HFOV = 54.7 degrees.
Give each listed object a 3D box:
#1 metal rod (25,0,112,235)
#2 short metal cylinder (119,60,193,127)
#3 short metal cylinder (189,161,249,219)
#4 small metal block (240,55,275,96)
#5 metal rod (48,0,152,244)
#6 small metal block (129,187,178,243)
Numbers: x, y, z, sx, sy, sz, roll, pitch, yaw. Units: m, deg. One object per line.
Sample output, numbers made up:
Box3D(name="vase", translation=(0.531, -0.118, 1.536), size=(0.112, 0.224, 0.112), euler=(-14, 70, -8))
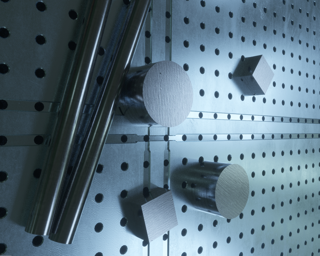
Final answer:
Box3D(name="metal rod", translation=(-0.090, -0.041, 0.333), size=(0.025, 0.025, 0.299), euler=(20, 77, -38))
Box3D(name="short metal cylinder", translation=(-0.004, -0.041, 0.389), size=(0.081, 0.050, 0.079), euler=(0, 90, -40))
Box3D(name="short metal cylinder", translation=(0.090, 0.092, 0.469), size=(0.081, 0.050, 0.079), euler=(0, 90, -40))
Box3D(name="small metal block", translation=(0.175, -0.094, 0.556), size=(0.050, 0.025, 0.050), euler=(46, 63, -31))
Box3D(name="metal rod", translation=(-0.063, -0.023, 0.355), size=(0.025, 0.025, 0.299), euler=(26, 74, -37))
Box3D(name="small metal block", translation=(-0.007, 0.111, 0.403), size=(0.050, 0.025, 0.050), euler=(-19, 102, -38))
